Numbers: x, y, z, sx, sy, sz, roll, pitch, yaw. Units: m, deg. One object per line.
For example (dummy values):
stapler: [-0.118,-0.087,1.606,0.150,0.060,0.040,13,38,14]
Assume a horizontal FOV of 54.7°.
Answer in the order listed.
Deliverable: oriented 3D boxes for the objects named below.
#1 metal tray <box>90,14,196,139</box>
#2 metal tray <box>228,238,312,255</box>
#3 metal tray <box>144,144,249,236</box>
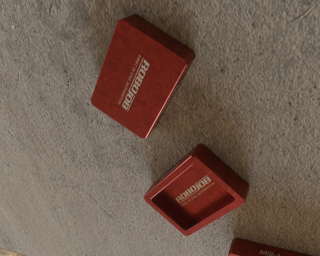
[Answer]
metal tray: [-0.026,-0.059,0.381,0.090,0.030,0.129,34,129,5]
metal tray: [0.168,0.215,0.447,0.130,0.030,0.089,6,121,25]
metal tray: [0.047,0.091,0.435,0.090,0.030,0.129,42,129,-1]
